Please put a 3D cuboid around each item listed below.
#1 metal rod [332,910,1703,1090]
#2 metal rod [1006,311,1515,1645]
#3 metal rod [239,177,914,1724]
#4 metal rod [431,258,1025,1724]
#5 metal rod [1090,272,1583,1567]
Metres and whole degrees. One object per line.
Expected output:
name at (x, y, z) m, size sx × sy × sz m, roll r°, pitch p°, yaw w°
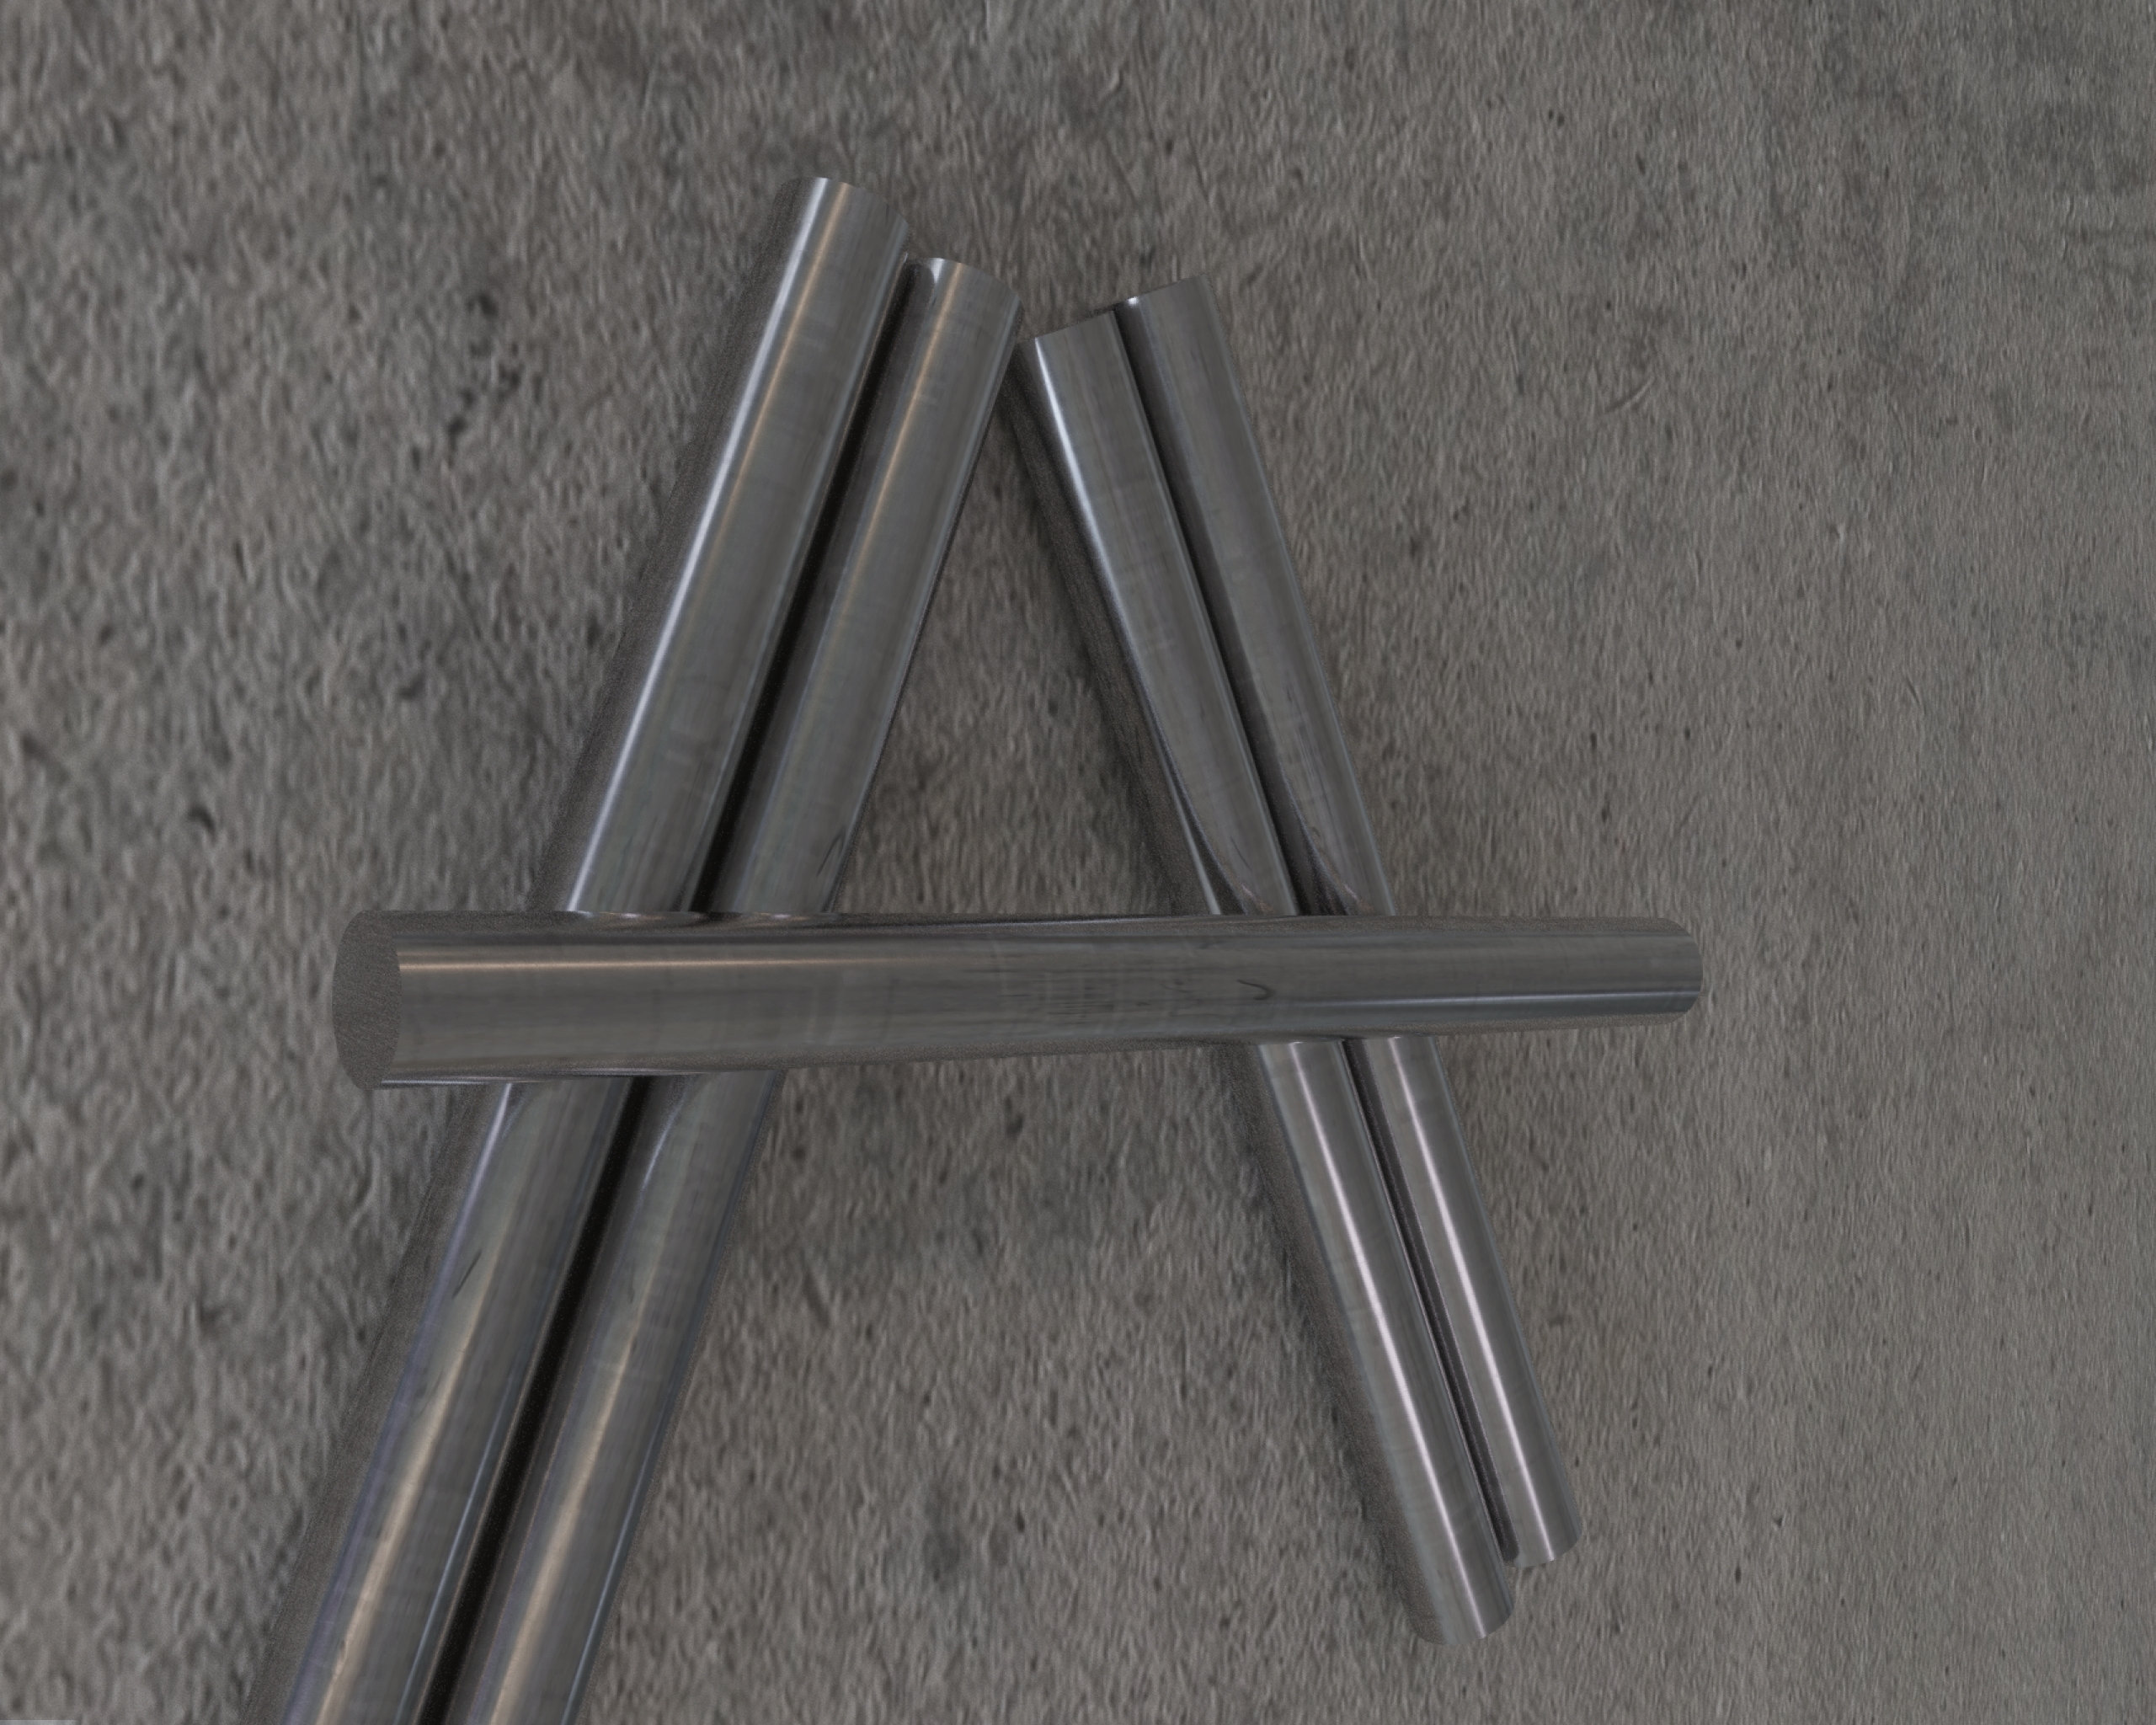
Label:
metal rod at (0.018, 0.022, 0.385) m, size 0.302 × 0.025 × 0.025 m, roll 2°, pitch 89°, yaw -40°
metal rod at (0.041, 0.034, 0.439) m, size 0.025 × 0.025 × 0.298 m, roll -30°, pitch 109°, yaw -36°
metal rod at (-0.082, 0.026, 0.335) m, size 0.025 × 0.025 × 0.299 m, roll 26°, pitch 74°, yaw -37°
metal rod at (-0.062, 0.035, 0.352) m, size 0.025 × 0.025 × 0.299 m, roll 26°, pitch 74°, yaw -37°
metal rod at (0.061, 0.022, 0.455) m, size 0.025 × 0.025 × 0.298 m, roll -30°, pitch 109°, yaw -36°
